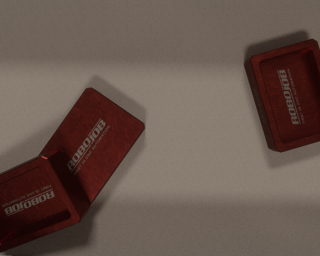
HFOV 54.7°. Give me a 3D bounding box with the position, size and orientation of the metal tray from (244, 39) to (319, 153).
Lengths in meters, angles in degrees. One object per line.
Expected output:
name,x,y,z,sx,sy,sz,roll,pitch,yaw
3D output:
metal tray,0.175,-0.042,0.411,0.091,0.030,0.129,-16,90,-1

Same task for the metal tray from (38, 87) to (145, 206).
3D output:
metal tray,-0.092,0.024,0.408,0.090,0.030,0.130,35,90,-1

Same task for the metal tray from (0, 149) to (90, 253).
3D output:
metal tray,-0.165,0.092,0.385,0.130,0.030,0.090,-24,99,14
